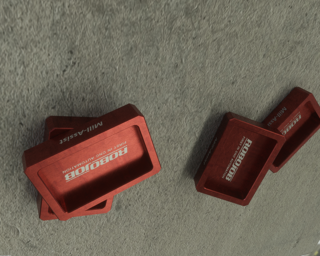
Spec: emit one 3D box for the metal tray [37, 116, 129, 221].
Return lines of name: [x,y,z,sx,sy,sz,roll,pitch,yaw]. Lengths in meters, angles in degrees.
metal tray: [-0.097,0.050,0.381,0.091,0.030,0.129,1,118,-29]

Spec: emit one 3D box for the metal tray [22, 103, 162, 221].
metal tray: [-0.071,0.039,0.349,0.131,0.030,0.090,-26,128,-12]

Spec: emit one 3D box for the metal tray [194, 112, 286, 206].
metal tray: [0.118,0.050,0.475,0.091,0.030,0.129,19,110,-8]

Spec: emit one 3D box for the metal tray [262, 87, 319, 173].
metal tray: [0.212,0.006,0.522,0.130,0.030,0.090,-48,129,5]
